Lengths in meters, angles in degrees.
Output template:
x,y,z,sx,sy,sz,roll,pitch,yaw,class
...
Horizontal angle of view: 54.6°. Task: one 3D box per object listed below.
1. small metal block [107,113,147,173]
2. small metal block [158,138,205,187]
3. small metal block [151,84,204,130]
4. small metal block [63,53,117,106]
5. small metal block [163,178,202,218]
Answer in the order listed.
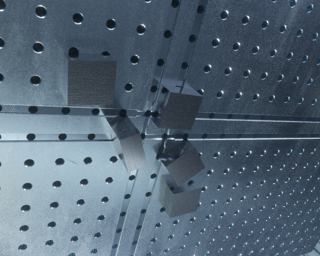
x,y,z,sx,sy,sz,roll,pitch,yaw,class
-0.041,0.018,0.383,0.025,0.050,0.050,-21,127,-16,small metal block
0.033,0.051,0.460,0.050,0.025,0.050,-34,129,-6,small metal block
0.022,-0.026,0.406,0.050,0.025,0.050,4,116,-30,small metal block
-0.077,-0.053,0.336,0.050,0.025,0.050,-5,121,-26,small metal block
0.036,0.113,0.499,0.050,0.025,0.050,-8,122,-25,small metal block
